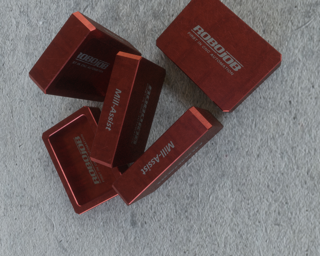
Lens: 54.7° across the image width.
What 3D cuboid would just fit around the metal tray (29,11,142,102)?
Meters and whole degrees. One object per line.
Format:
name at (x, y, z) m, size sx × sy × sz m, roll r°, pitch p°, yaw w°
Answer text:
metal tray at (-0.084, -0.079, 0.383) m, size 0.030 × 0.130 × 0.090 m, roll 45°, pitch 104°, yaw 14°

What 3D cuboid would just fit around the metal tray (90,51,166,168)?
metal tray at (-0.036, -0.021, 0.387) m, size 0.030 × 0.090 × 0.129 m, roll 17°, pitch 96°, yaw 19°

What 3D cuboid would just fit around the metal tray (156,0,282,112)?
metal tray at (0.070, -0.094, 0.382) m, size 0.090 × 0.030 × 0.130 m, roll -46°, pitch 76°, yaw 14°

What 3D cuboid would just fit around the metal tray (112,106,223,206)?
metal tray at (0.013, 0.032, 0.370) m, size 0.130 × 0.090 × 0.030 m, roll -45°, pitch 76°, yaw 14°

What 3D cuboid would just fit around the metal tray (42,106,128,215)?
metal tray at (-0.103, 0.045, 0.442) m, size 0.090 × 0.030 × 0.130 m, roll -30°, pitch 81°, yaw 17°
